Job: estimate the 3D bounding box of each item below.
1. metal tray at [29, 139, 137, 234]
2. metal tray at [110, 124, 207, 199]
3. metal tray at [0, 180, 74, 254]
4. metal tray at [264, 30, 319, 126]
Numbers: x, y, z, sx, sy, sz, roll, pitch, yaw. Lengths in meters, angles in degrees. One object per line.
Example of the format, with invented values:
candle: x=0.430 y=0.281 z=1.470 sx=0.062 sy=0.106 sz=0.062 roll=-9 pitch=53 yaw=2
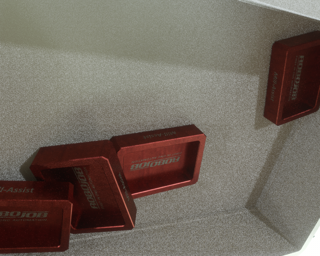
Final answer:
metal tray: x=-0.087 y=0.077 z=0.380 sx=0.090 sy=0.030 sz=0.129 roll=-7 pitch=126 yaw=8
metal tray: x=-0.004 y=0.048 z=0.434 sx=0.131 sy=0.030 sz=0.089 roll=-9 pitch=122 yaw=-24
metal tray: x=-0.169 y=0.102 z=0.352 sx=0.131 sy=0.030 sz=0.089 roll=4 pitch=123 yaw=-15
metal tray: x=0.212 y=-0.075 z=0.477 sx=0.091 sy=0.030 sz=0.129 roll=-18 pitch=126 yaw=-18
